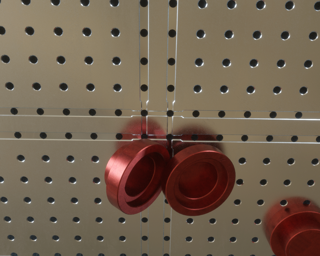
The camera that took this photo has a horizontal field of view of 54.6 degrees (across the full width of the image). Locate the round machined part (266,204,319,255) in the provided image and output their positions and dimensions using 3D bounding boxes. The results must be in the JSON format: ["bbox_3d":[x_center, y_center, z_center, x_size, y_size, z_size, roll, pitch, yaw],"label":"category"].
[{"bbox_3d":[0.216,0.167,0.467,0.099,0.042,0.097,0,110,0],"label":"round machined part"}]

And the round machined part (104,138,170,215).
[{"bbox_3d":[-0.033,0.059,0.407,0.042,0.099,0.097,23,115,35],"label":"round machined part"}]

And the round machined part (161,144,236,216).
[{"bbox_3d":[0.048,0.066,0.420,0.099,0.042,0.097,-7,113,-16],"label":"round machined part"}]
